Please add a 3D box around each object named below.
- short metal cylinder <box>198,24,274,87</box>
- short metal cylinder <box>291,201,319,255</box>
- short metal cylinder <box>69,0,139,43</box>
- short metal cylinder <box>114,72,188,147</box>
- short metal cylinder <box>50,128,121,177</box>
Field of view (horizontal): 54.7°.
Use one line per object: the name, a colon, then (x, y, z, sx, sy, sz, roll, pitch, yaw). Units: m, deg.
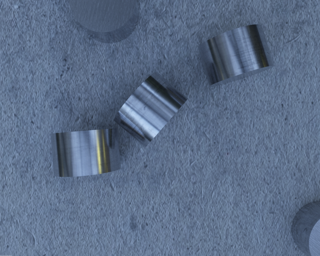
short metal cylinder: (0.093, -0.087, 0.383, 0.080, 0.080, 0.050, -17, 90, 0)
short metal cylinder: (0.220, 0.139, 0.399, 0.081, 0.050, 0.080, 0, 90, 0)
short metal cylinder: (-0.069, -0.155, 0.397, 0.081, 0.050, 0.080, 0, 90, 0)
short metal cylinder: (-0.011, -0.022, 0.382, 0.050, 0.080, 0.080, 41, 90, 0)
short metal cylinder: (-0.091, 0.028, 0.382, 0.080, 0.080, 0.050, -5, 90, 0)
